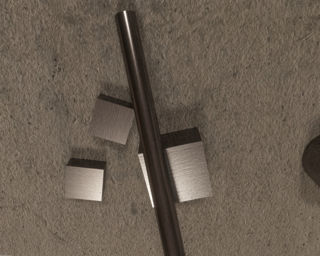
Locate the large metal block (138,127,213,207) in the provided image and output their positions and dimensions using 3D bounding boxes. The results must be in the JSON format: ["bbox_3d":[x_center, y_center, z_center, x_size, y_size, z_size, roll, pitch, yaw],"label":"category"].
[{"bbox_3d":[0.021,0.052,0.416,0.080,0.050,0.079,-12,110,4],"label":"large metal block"}]

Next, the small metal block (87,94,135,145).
[{"bbox_3d":[-0.062,-0.012,0.405,0.050,0.025,0.050,17,109,-7],"label":"small metal block"}]

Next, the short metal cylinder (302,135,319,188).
[{"bbox_3d":[0.243,0.050,0.418,0.081,0.050,0.079,0,110,-1],"label":"short metal cylinder"}]

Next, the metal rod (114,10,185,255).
[{"bbox_3d":[-0.011,0.013,0.367,0.025,0.025,0.298,-12,92,4],"label":"metal rod"}]

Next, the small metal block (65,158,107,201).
[{"bbox_3d":[-0.104,0.072,0.435,0.050,0.025,0.050,7,110,-3],"label":"small metal block"}]
